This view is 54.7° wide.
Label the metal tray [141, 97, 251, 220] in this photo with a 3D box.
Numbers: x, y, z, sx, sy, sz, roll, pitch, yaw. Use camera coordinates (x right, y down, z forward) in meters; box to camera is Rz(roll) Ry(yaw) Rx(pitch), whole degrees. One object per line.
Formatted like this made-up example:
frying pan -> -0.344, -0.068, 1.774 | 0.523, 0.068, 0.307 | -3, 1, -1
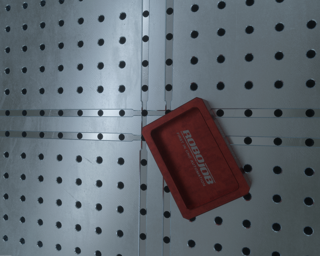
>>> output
metal tray -> 0.045, 0.038, 0.393 | 0.090, 0.030, 0.130 | -29, 81, 17
